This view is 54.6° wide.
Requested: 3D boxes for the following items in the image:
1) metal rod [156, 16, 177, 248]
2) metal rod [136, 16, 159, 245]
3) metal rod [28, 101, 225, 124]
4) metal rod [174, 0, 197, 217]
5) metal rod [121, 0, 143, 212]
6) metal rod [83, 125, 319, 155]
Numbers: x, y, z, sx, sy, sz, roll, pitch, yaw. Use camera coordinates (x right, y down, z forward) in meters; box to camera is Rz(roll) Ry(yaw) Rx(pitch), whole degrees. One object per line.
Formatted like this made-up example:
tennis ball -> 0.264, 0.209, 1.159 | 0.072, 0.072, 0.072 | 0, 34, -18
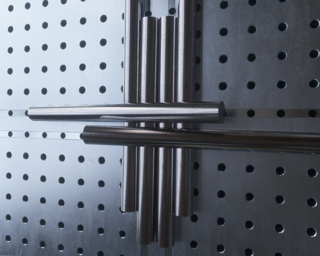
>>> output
metal rod -> 0.009, 0.005, 0.411 | 0.025, 0.025, 0.298 | 1, 90, 20
metal rod -> -0.016, 0.004, 0.417 | 0.025, 0.025, 0.298 | 1, 90, 20
metal rod -> -0.064, -0.020, 0.411 | 0.300, 0.025, 0.025 | 1, 91, 29
metal rod -> 0.033, -0.038, 0.400 | 0.025, 0.025, 0.298 | 1, 90, 20
metal rod -> -0.038, -0.037, 0.426 | 0.025, 0.025, 0.298 | 1, 90, 20
metal rod -> 0.053, 0.013, 0.372 | 0.301, 0.025, 0.025 | 2, 91, 11
